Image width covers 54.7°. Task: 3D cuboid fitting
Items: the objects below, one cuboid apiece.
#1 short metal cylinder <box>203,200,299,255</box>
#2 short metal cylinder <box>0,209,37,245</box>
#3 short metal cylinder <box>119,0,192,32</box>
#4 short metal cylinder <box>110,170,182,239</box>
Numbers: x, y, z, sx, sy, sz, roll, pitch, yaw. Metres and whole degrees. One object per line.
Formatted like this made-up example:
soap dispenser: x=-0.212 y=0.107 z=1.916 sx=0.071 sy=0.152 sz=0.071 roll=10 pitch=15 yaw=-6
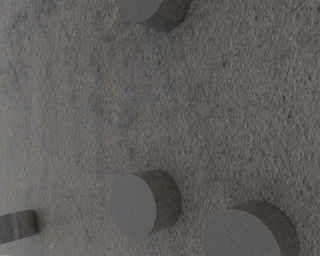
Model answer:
short metal cylinder: x=0.091 y=0.117 z=0.313 sx=0.080 sy=0.050 sz=0.080 roll=0 pitch=90 yaw=40
short metal cylinder: x=-0.288 y=0.195 z=0.607 sx=0.080 sy=0.081 sz=0.050 roll=-24 pitch=75 yaw=37
short metal cylinder: x=-0.006 y=-0.168 z=0.394 sx=0.080 sy=0.050 sz=0.080 roll=0 pitch=90 yaw=40
short metal cylinder: x=-0.019 y=0.097 z=0.404 sx=0.080 sy=0.050 sz=0.080 roll=0 pitch=90 yaw=40
